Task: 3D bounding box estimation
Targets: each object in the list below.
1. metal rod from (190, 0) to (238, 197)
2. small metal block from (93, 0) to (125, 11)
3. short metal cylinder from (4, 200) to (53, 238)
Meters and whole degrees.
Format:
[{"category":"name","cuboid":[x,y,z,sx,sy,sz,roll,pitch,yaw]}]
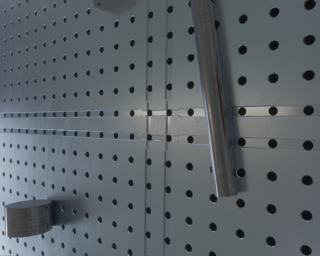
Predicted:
[{"category":"metal rod","cuboid":[0.058,-0.072,0.361,0.025,0.025,0.298,-11,83,39]},{"category":"small metal block","cuboid":[-0.078,-0.216,0.474,0.050,0.025,0.050,-12,82,39]},{"category":"short metal cylinder","cuboid":[-0.242,0.165,0.573,0.080,0.081,0.050,-5,87,40]}]
